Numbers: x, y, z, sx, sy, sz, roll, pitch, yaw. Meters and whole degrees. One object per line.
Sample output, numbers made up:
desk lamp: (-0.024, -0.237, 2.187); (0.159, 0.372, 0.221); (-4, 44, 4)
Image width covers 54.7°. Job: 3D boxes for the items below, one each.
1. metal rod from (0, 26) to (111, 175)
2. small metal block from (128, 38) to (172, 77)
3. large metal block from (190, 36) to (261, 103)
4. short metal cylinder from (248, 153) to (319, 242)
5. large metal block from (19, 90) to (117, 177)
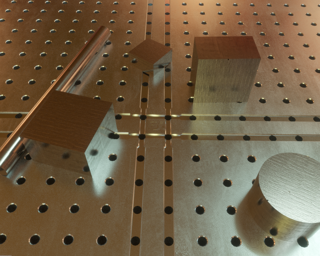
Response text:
metal rod: (-0.145, -0.061, 0.456); (0.025, 0.025, 0.300); (14, 51, 11)
small metal block: (-0.015, -0.116, 0.505); (0.050, 0.025, 0.050); (30, 56, 22)
large metal block: (0.088, -0.082, 0.442); (0.081, 0.080, 0.050); (-1, 50, -2)
short metal cylinder: (0.141, 0.073, 0.332); (0.081, 0.050, 0.080); (0, 50, 0)
large metal block: (-0.109, 0.005, 0.386); (0.080, 0.050, 0.080); (13, 51, 10)
